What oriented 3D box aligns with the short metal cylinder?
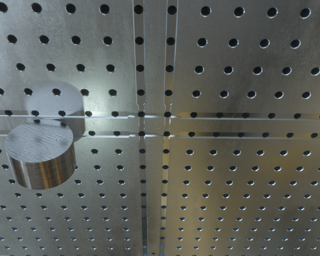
[{"bbox_3d":[-0.152,0.033,0.401,0.081,0.080,0.050,4,130,-4],"label":"short metal cylinder"}]
